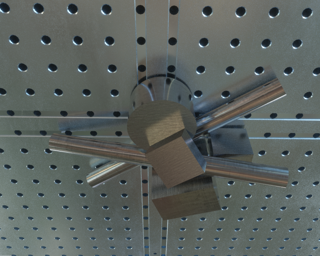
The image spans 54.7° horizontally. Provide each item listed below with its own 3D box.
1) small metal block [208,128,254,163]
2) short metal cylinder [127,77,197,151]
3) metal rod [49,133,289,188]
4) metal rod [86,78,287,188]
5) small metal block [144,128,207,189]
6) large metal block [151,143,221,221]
[{"bbox_3d":[0.092,0.026,0.414,0.050,0.050,0.025,1,130,0],"label":"small metal block"},{"bbox_3d":[0.002,-0.015,0.377,0.081,0.050,0.079,0,129,0],"label":"short metal cylinder"},{"bbox_3d":[0.003,0.039,0.394,0.301,0.025,0.025,8,131,10],"label":"metal rod"},{"bbox_3d":[0.021,0.015,0.421,0.300,0.025,0.025,-27,125,21],"label":"metal rod"},{"bbox_3d":[0.019,0.036,0.361,0.050,0.025,0.050,-28,102,22],"label":"small metal block"},{"bbox_3d":[0.035,0.074,0.433,0.080,0.080,0.050,-14,129,11],"label":"large metal block"}]
